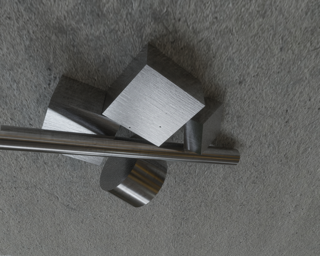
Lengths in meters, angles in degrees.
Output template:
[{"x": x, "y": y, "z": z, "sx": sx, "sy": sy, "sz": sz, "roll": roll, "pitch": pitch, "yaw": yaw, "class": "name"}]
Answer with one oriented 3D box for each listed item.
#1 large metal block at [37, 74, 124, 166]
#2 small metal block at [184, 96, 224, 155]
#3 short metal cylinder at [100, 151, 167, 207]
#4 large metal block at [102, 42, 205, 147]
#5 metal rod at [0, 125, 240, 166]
[{"x": -0.097, "y": -0.008, "z": 0.384, "sx": 0.080, "sy": 0.050, "sz": 0.079, "roll": 19, "pitch": 127, "yaw": -16, "class": "large metal block"}, {"x": 0.054, "y": -0.003, "z": 0.387, "sx": 0.025, "sy": 0.050, "sz": 0.050, "roll": 24, "pitch": 137, "yaw": 27, "class": "small metal block"}, {"x": -0.037, "y": 0.060, "z": 0.423, "sx": 0.080, "sy": 0.080, "sz": 0.050, "roll": -36, "pitch": 122, "yaw": 26, "class": "short metal cylinder"}, {"x": -0.007, "y": -0.036, "z": 0.358, "sx": 0.080, "sy": 0.050, "sz": 0.080, "roll": 32, "pitch": 123, "yaw": -25, "class": "large metal block"}, {"x": -0.026, "y": 0.025, "z": 0.376, "sx": 0.302, "sy": 0.025, "sz": 0.025, "roll": 7, "pitch": 132, "yaw": -28, "class": "metal rod"}]
